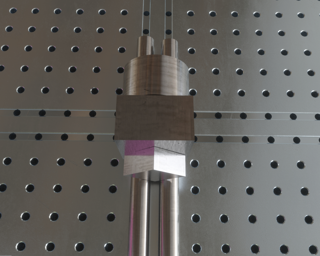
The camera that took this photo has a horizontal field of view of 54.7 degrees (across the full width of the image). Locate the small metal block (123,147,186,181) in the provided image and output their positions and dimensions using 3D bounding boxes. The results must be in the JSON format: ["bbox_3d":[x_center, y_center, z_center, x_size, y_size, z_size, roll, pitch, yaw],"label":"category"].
[{"bbox_3d":[-0.006,0.043,0.358,0.050,0.050,0.025,19,63,-42],"label":"small metal block"}]

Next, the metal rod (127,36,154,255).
[{"bbox_3d":[-0.023,0.011,0.409,0.025,0.025,0.299,1,70,0],"label":"metal rod"}]

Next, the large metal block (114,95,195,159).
[{"bbox_3d":[-0.005,0.002,0.355,0.081,0.080,0.050,0,70,0],"label":"large metal block"}]

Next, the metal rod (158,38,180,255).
[{"bbox_3d":[0.012,0.015,0.408,0.025,0.025,0.299,1,70,0],"label":"metal rod"}]

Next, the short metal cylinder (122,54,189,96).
[{"bbox_3d":[-0.005,-0.046,0.377,0.081,0.080,0.050,1,70,0],"label":"short metal cylinder"}]
